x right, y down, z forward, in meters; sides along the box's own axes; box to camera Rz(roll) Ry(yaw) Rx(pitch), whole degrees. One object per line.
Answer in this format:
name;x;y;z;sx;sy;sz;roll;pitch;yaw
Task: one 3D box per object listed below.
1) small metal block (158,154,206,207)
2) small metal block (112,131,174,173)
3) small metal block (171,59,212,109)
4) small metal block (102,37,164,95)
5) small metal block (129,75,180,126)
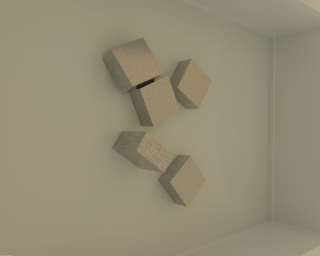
small metal block;0.032;0.073;0.436;0.050;0.025;0.050;-48;119;-29
small metal block;-0.021;0.028;0.375;0.050;0.050;0.025;42;64;-32
small metal block;0.042;-0.062;0.444;0.050;0.025;0.050;40;66;-33
small metal block;-0.032;-0.075;0.372;0.050;0.025;0.050;-31;91;-36
small metal block;-0.007;-0.035;0.403;0.050;0.025;0.050;-32;110;-36
